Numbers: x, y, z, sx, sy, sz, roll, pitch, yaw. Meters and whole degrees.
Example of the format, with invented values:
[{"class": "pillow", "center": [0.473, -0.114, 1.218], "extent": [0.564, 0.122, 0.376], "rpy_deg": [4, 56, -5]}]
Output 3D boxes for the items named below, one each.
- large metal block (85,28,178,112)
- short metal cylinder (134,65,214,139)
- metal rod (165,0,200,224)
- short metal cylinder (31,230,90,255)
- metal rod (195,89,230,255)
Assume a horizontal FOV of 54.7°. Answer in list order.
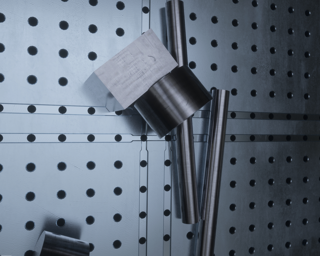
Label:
[{"class": "large metal block", "center": [-0.037, -0.065, 0.370], "extent": [0.080, 0.080, 0.050], "rpy_deg": [-42, 104, -15]}, {"class": "short metal cylinder", "center": [0.016, -0.030, 0.371], "extent": [0.080, 0.080, 0.050], "rpy_deg": [-37, 88, -16]}, {"class": "metal rod", "center": [0.031, -0.020, 0.423], "extent": [0.025, 0.025, 0.298], "rpy_deg": [-5, 92, -20]}, {"class": "short metal cylinder", "center": [-0.117, 0.160, 0.340], "extent": [0.050, 0.080, 0.080], "rpy_deg": [23, 82, -19]}, {"class": "metal rod", "center": [0.072, 0.095, 0.439], "extent": [0.025, 0.025, 0.298], "rpy_deg": [7, 88, -20]}]
